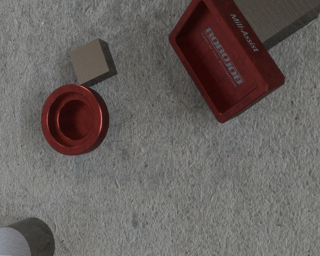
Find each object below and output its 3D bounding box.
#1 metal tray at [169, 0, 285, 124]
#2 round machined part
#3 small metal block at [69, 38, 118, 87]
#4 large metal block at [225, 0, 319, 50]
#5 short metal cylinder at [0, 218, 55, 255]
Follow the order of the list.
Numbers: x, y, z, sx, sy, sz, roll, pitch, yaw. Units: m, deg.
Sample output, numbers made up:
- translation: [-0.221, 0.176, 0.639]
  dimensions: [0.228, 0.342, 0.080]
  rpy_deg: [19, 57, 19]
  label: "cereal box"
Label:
- translation: [0.069, -0.081, 0.354]
  dimensions: [0.130, 0.030, 0.090]
  rpy_deg: [60, 149, 10]
  label: "metal tray"
- translation: [-0.115, -0.011, 0.441]
  dimensions: [0.098, 0.042, 0.097]
  rpy_deg: [0, 90, 20]
  label: "round machined part"
- translation: [-0.095, -0.092, 0.442]
  dimensions: [0.050, 0.025, 0.050]
  rpy_deg: [-21, 83, 18]
  label: "small metal block"
- translation: [0.122, -0.141, 0.353]
  dimensions: [0.080, 0.050, 0.080]
  rpy_deg: [-34, 79, 17]
  label: "large metal block"
- translation: [-0.209, 0.183, 0.469]
  dimensions: [0.080, 0.050, 0.080]
  rpy_deg: [0, 90, 20]
  label: "short metal cylinder"
